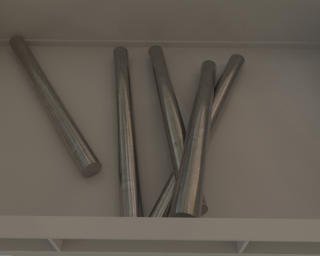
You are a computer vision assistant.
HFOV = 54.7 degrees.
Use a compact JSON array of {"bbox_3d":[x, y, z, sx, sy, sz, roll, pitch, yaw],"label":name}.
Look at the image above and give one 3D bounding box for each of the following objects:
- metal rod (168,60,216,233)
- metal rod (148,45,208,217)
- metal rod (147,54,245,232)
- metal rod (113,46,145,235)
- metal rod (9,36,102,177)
[{"bbox_3d":[0.048,-0.010,0.366,0.025,0.025,0.301,9,36,7],"label":"metal rod"},{"bbox_3d":[0.013,-0.023,0.402,0.025,0.025,0.300,-6,44,-5],"label":"metal rod"},{"bbox_3d":[0.061,-0.004,0.408,0.025,0.025,0.301,20,53,15],"label":"metal rod"},{"bbox_3d":[-0.046,-0.009,0.412,0.025,0.025,0.300,-5,50,-5],"label":"metal rod"},{"bbox_3d":[-0.161,-0.048,0.443,0.025,0.025,0.300,-26,55,-20],"label":"metal rod"}]
